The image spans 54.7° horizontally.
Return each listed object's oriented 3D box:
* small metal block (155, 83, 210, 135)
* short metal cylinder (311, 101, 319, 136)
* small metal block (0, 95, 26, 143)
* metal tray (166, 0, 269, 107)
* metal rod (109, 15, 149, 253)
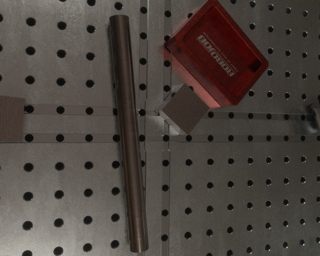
[{"bbox_3d":[0.031,-0.025,0.425,0.050,0.025,0.050,43,76,-15],"label":"small metal block"},{"bbox_3d":[0.290,-0.022,0.493,0.081,0.080,0.050,-23,98,-19],"label":"short metal cylinder"},{"bbox_3d":[-0.180,-0.011,0.346,0.050,0.025,0.050,6,88,-20],"label":"small metal block"},{"bbox_3d":[0.084,-0.105,0.442,0.130,0.030,0.090,44,76,-15],"label":"metal tray"},{"bbox_3d":[-0.040,0.009,0.398,0.025,0.025,0.298,-6,92,-20],"label":"metal rod"}]
